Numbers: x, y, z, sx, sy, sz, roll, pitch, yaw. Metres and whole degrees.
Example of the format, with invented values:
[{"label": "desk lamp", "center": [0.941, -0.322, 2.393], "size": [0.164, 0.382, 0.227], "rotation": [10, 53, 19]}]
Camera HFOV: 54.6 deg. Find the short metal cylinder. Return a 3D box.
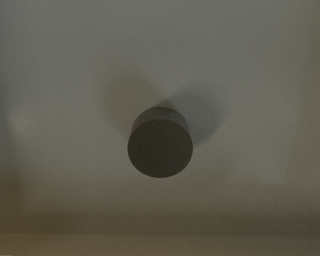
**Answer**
[{"label": "short metal cylinder", "center": [0.000, 0.018, 0.404], "size": [0.080, 0.050, 0.079], "rotation": [0, 110, 0]}]
